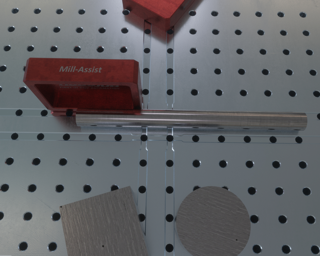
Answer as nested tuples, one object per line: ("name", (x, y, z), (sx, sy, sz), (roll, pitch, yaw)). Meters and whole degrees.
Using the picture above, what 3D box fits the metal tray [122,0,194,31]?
("metal tray", (0.012, -0.226, 0.492), (0.090, 0.030, 0.130), (33, 73, 11))

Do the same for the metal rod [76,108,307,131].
("metal rod", (0.041, -0.012, 0.416), (0.302, 0.025, 0.025), (1, 70, 0))

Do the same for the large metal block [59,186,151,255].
("large metal block", (-0.061, 0.120, 0.354), (0.081, 0.050, 0.080), (-16, 71, -6))

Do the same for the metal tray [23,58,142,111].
("metal tray", (-0.090, -0.052, 0.395), (0.131, 0.090, 0.030), (1, 70, 0))

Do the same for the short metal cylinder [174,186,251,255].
("short metal cylinder", (0.058, 0.111, 0.358), (0.081, 0.050, 0.080), (0, 70, 0))
